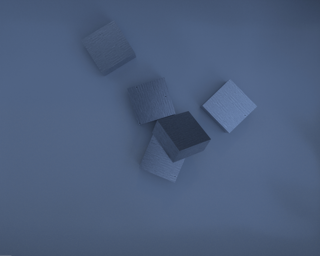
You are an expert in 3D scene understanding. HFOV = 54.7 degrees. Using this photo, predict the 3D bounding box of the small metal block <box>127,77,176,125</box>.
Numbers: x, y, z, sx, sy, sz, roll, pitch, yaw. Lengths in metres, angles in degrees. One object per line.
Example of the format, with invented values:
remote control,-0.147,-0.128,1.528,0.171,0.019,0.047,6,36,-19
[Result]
small metal block,-0.011,-0.035,0.411,0.050,0.025,0.050,-17,90,-1

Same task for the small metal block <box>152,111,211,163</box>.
small metal block,0.027,0.010,0.391,0.050,0.025,0.050,-17,58,-32

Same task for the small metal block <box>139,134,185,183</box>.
small metal block,0.006,0.038,0.412,0.050,0.025,0.050,23,90,-1

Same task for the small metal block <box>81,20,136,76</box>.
small metal block,-0.067,-0.105,0.410,0.050,0.025,0.050,-32,90,-1

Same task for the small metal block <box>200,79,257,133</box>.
small metal block,0.090,-0.028,0.413,0.050,0.025,0.050,-44,91,0
